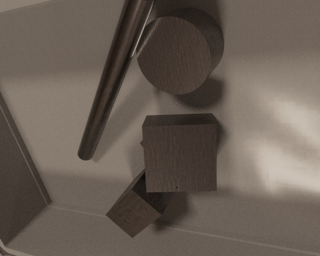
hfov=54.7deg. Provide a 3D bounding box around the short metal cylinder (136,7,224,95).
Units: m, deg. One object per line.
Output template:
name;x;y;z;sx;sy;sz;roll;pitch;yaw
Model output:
short metal cylinder;0.022;-0.082;0.329;0.080;0.050;0.079;13;124;20

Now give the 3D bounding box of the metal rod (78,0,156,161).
metal rod;-0.067;-0.038;0.380;0.025;0.025;0.298;37;141;3

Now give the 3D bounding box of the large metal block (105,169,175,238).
large metal block;-0.021;0.097;0.442;0.050;0.080;0.080;41;129;0

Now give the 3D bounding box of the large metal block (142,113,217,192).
large metal block;0.024;0.028;0.369;0.080;0.050;0.079;-2;106;4

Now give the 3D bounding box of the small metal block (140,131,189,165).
small metal block;0.010;0.025;0.418;0.050;0.025;0.050;-27;104;37
